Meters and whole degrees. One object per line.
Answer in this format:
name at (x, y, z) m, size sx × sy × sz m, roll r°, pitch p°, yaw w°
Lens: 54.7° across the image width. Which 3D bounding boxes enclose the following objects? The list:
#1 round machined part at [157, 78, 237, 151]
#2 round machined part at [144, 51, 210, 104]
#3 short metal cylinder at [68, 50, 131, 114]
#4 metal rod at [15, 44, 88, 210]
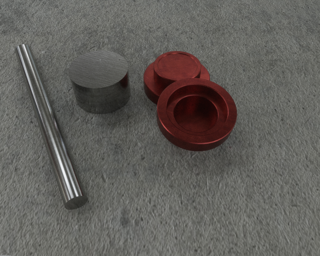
round machined part at (0.045, -0.013, 0.397) m, size 0.099 × 0.042 × 0.098 m, roll 2°, pitch 59°, yaw -2°
round machined part at (0.025, -0.077, 0.457) m, size 0.099 × 0.042 × 0.098 m, roll 0°, pitch 50°, yaw 0°
short metal cylinder at (-0.084, -0.066, 0.441) m, size 0.081 × 0.050 × 0.080 m, roll 0°, pitch 50°, yaw 0°
metal rod at (-0.156, -0.022, 0.419) m, size 0.025 × 0.025 × 0.300 m, roll -21°, pitch 53°, yaw -17°
